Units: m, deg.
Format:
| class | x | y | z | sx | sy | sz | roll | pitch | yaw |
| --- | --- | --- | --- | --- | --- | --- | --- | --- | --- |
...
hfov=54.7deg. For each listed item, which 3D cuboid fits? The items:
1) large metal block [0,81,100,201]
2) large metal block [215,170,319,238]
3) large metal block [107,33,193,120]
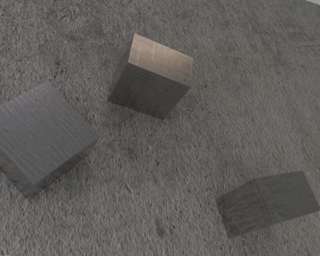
| class | x | y | z | sx | sy | sz | roll | pitch | yaw |
| --- | --- | --- | --- | --- | --- | --- | --- | --- | --- |
| large metal block | -0.123 | 0.012 | 0.314 | 0.080 | 0.050 | 0.080 | 46 | 51 | 4 |
| large metal block | 0.130 | 0.094 | 0.381 | 0.081 | 0.080 | 0.050 | -3 | 63 | -30 |
| large metal block | -0.013 | -0.062 | 0.399 | 0.081 | 0.080 | 0.050 | 19 | 55 | -18 |
